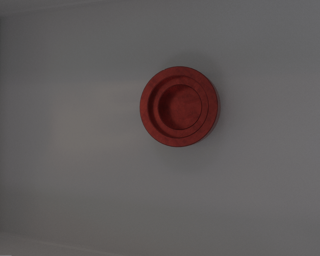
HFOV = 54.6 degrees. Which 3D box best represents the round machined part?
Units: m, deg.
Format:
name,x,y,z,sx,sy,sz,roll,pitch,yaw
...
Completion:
name,x,y,z,sx,sy,sz,roll,pitch,yaw
round machined part,0.028,-0.026,0.392,0.098,0.042,0.097,0,90,20
